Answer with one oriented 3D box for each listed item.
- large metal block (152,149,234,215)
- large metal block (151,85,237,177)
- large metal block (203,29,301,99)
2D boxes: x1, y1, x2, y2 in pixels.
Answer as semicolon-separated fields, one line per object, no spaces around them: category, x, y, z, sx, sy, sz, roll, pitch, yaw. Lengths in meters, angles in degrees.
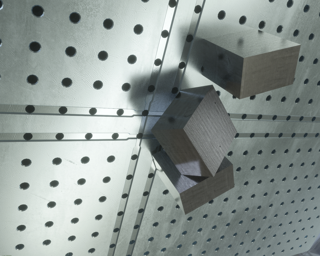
large metal block;0.047;0.061;0.438;0.080;0.080;0.050;-26;133;-12
large metal block;0.046;0.004;0.392;0.080;0.050;0.080;56;51;-28
large metal block;0.110;-0.083;0.386;0.081;0.080;0.050;-16;125;-20
